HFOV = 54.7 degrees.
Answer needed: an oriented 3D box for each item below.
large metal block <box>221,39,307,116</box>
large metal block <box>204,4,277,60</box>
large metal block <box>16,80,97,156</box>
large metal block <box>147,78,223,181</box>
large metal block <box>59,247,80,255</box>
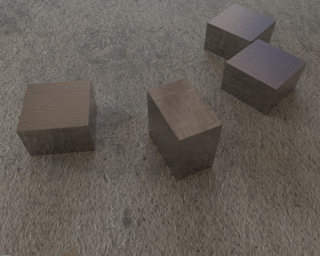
[{"bbox_3d":[0.149,-0.076,0.452,0.080,0.050,0.080,37,59,27],"label":"large metal block"},{"bbox_3d":[0.133,-0.156,0.519,0.080,0.050,0.080,34,58,25],"label":"large metal block"},{"bbox_3d":[-0.127,-0.014,0.398,0.081,0.050,0.080,-5,50,-4],"label":"large metal block"},{"bbox_3d":[0.025,0.002,0.366,0.050,0.080,0.080,-20,53,-16],"label":"large metal block"},{"bbox_3d":[-0.087,0.161,0.251,0.081,0.050,0.080,-25,54,-19],"label":"large metal block"}]
